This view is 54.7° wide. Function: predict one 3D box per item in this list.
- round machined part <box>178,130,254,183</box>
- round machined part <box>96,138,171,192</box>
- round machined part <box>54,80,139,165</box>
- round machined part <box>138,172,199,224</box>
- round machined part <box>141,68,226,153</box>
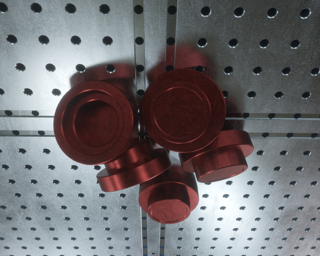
[{"bbox_3d":[0.077,0.043,0.412,0.099,0.042,0.098,-12,156,-5],"label":"round machined part"},{"bbox_3d":[-0.038,0.044,0.412,0.098,0.098,0.042,-19,95,15],"label":"round machined part"},{"bbox_3d":[-0.073,-0.005,0.372,0.098,0.097,0.042,-15,172,11],"label":"round machined part"},{"bbox_3d":[0.014,0.119,0.503,0.099,0.042,0.097,-1,130,0],"label":"round machined part"},{"bbox_3d":[0.025,-0.019,0.354,0.098,0.042,0.097,2,98,12],"label":"round machined part"}]
